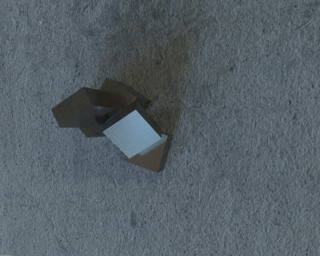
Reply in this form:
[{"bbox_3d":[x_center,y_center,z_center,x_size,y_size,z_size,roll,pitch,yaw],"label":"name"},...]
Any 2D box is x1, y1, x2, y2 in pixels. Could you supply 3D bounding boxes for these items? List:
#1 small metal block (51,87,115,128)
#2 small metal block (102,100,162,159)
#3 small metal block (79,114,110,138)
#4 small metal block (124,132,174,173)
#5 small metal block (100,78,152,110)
[{"bbox_3d":[-0.092,-0.023,0.375,0.050,0.050,0.025,-31,80,17],"label":"small metal block"},{"bbox_3d":[-0.033,0.002,0.381,0.050,0.025,0.050,-33,117,17],"label":"small metal block"},{"bbox_3d":[-0.095,-0.014,0.429,0.025,0.050,0.050,-47,76,14],"label":"small metal block"},{"bbox_3d":[-0.015,0.027,0.415,0.050,0.025,0.050,17,96,18],"label":"small metal block"},{"bbox_3d":[-0.046,-0.040,0.412,0.050,0.050,0.025,34,101,16],"label":"small metal block"}]
